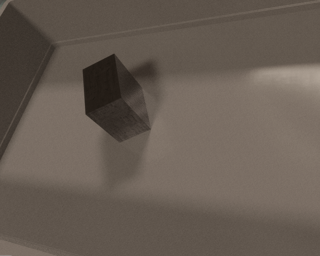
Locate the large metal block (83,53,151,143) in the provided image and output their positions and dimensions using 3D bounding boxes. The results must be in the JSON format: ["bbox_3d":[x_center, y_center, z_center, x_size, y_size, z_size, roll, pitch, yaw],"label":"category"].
[{"bbox_3d":[-0.059,-0.039,0.424,0.050,0.080,0.080,-24,53,14],"label":"large metal block"}]
